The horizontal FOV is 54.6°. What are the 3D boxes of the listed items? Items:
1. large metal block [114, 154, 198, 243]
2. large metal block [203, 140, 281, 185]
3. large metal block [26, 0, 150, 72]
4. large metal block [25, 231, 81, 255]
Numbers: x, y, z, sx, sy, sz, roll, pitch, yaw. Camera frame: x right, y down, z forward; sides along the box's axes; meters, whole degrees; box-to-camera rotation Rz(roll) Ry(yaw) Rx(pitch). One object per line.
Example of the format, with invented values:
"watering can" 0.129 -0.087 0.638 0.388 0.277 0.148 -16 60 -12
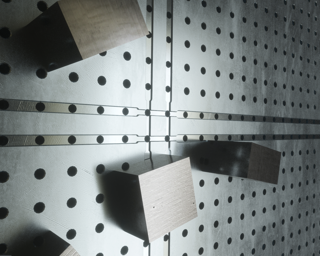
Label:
"large metal block" -0.003 0.083 0.389 0.081 0.050 0.080 -15 99 -39
"large metal block" 0.126 0.052 0.478 0.080 0.080 0.050 17 80 -39
"large metal block" -0.072 -0.099 0.312 0.080 0.080 0.050 -33 111 -35
"large metal block" -0.106 0.165 0.304 0.080 0.050 0.080 -45 117 -31
